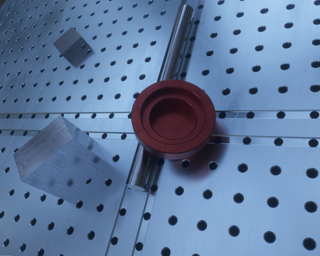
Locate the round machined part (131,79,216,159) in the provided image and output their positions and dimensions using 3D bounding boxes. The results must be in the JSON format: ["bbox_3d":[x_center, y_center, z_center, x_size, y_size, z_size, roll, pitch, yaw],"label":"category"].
[{"bbox_3d":[0.016,-0.007,0.379,0.099,0.042,0.098,0,65,1],"label":"round machined part"}]

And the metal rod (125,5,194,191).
[{"bbox_3d":[0.006,-0.059,0.440,0.025,0.025,0.300,1,62,29],"label":"metal rod"}]

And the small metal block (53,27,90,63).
[{"bbox_3d":[-0.172,-0.161,0.597,0.050,0.025,0.050,-42,51,-1],"label":"small metal block"}]

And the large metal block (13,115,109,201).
[{"bbox_3d":[-0.130,0.042,0.416,0.080,0.080,0.050,-40,51,1],"label":"large metal block"}]
